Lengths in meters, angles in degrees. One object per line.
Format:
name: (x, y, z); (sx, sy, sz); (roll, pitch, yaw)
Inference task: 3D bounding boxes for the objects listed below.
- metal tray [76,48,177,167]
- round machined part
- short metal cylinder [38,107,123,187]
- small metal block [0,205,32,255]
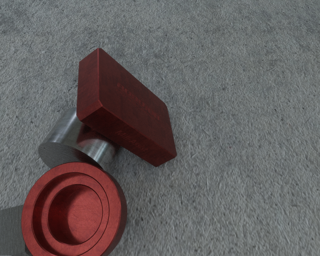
metal tray: (-0.035, -0.020, 0.357); (0.030, 0.130, 0.090); (-30, 47, 23)
round machined part: (-0.079, 0.085, 0.305); (0.098, 0.042, 0.098); (-3, 71, 10)
short metal cylinder: (-0.086, 0.023, 0.347); (0.080, 0.080, 0.050); (14, 52, 11)
small metal block: (-0.157, 0.110, 0.309); (0.050, 0.025, 0.050); (-12, 51, -11)
